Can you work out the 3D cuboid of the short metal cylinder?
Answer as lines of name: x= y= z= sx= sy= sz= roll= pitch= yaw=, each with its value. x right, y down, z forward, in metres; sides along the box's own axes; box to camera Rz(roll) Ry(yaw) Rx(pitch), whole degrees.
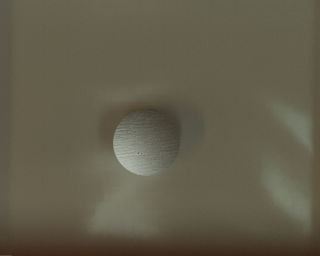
short metal cylinder: x=-0.016 y=0.018 z=0.399 sx=0.081 sy=0.050 sz=0.079 roll=0 pitch=90 yaw=-1
